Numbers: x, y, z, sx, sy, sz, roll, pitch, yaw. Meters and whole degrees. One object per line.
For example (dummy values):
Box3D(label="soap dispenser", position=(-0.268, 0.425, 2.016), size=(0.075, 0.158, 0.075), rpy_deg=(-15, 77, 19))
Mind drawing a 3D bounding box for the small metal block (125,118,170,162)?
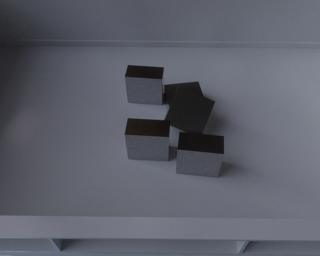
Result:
Box3D(label="small metal block", position=(-0.014, 0.015, 0.376), size=(0.050, 0.050, 0.025), rpy_deg=(3, 50, 3))

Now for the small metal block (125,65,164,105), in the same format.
Box3D(label="small metal block", position=(-0.021, -0.060, 0.439), size=(0.050, 0.050, 0.025), rpy_deg=(4, 50, 3))

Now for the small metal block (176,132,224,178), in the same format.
Box3D(label="small metal block", position=(0.046, 0.032, 0.362), size=(0.050, 0.050, 0.025), rpy_deg=(5, 50, 4))

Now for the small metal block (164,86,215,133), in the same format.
Box3D(label="small metal block", position=(0.036, -0.020, 0.398), size=(0.050, 0.025, 0.050), rpy_deg=(23, 85, -4))

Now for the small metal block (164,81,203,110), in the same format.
Box3D(label="small metal block", position=(0.034, -0.037, 0.437), size=(0.050, 0.025, 0.050), rpy_deg=(-7, 50, -6))
